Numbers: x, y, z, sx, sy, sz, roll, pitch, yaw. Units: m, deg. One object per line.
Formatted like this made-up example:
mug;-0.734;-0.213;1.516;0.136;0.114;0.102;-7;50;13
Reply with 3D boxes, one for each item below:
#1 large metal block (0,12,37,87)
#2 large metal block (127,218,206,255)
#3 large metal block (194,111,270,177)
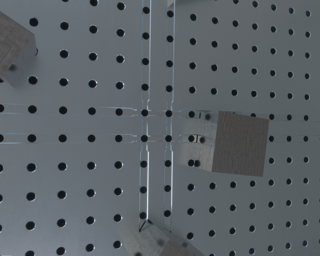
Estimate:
large metal block;-0.178;-0.090;0.317;0.080;0.080;0.050;34;79;-17
large metal block;0.015;0.166;0.389;0.080;0.080;0.050;35;79;-17
large metal block;0.100;0.022;0.436;0.081;0.050;0.080;8;87;-20
